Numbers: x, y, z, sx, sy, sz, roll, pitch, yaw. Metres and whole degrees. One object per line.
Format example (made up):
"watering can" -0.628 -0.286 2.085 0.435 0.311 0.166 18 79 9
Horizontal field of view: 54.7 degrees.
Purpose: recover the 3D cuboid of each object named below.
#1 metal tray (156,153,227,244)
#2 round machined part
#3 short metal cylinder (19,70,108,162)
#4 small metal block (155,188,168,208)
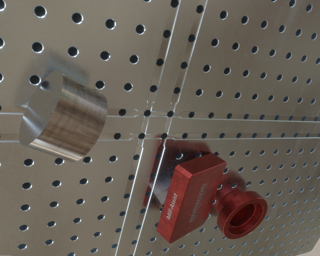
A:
"metal tray" 0.049 0.108 0.484 0.091 0.030 0.129 -12 125 -44
"round machined part" 0.147 0.155 0.576 0.099 0.042 0.097 -14 124 -21
"short metal cylinder" -0.098 -0.011 0.315 0.050 0.080 0.080 28 103 -38
"small metal block" 0.026 0.119 0.499 0.050 0.025 0.050 -27 128 -11
